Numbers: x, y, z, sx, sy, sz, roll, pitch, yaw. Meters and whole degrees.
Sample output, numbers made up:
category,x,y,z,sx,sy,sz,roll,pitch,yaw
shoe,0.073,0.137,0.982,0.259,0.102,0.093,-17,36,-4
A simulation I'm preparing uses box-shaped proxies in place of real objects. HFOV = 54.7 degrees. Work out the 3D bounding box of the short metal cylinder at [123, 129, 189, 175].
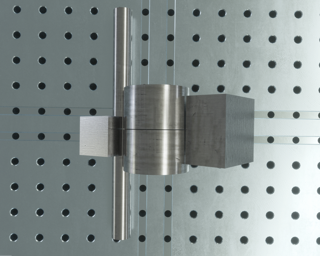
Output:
category,x,y,z,sx,sy,sz,roll,pitch,yaw
short metal cylinder,-0.004,0.027,0.382,0.081,0.080,0.050,1,90,0

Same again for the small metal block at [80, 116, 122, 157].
category,x,y,z,sx,sy,sz,roll,pitch,yaw
small metal block,-0.076,0.010,0.398,0.050,0.025,0.050,0,89,34

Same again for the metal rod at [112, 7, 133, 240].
category,x,y,z,sx,sy,sz,roll,pitch,yaw
metal rod,-0.050,-0.006,0.408,0.025,0.025,0.298,0,90,0

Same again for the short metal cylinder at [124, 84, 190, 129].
category,x,y,z,sx,sy,sz,roll,pitch,yaw
short metal cylinder,-0.004,-0.024,0.382,0.081,0.080,0.050,1,90,0

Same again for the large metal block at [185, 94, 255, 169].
category,x,y,z,sx,sy,sz,roll,pitch,yaw
large metal block,0.075,0.003,0.375,0.050,0.081,0.079,1,91,38
